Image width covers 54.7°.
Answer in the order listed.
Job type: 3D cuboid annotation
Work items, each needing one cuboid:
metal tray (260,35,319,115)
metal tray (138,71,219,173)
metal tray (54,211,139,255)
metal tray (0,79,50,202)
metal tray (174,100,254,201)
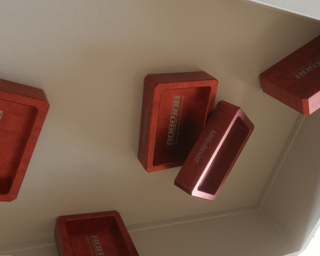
[{"bbox_3d":[0.223,-0.081,0.440,0.131,0.090,0.030,-33,129,-7],"label":"metal tray"},{"bbox_3d":[0.022,-0.007,0.414,0.091,0.030,0.129,-8,122,-25],"label":"metal tray"},{"bbox_3d":[-0.079,0.166,0.402,0.091,0.130,0.030,2,117,-30],"label":"metal tray"},{"bbox_3d":[-0.179,0.013,0.316,0.091,0.030,0.129,14,111,-34],"label":"metal tray"},{"bbox_3d":[0.080,0.036,0.438,0.130,0.030,0.090,-61,146,-1],"label":"metal tray"}]
